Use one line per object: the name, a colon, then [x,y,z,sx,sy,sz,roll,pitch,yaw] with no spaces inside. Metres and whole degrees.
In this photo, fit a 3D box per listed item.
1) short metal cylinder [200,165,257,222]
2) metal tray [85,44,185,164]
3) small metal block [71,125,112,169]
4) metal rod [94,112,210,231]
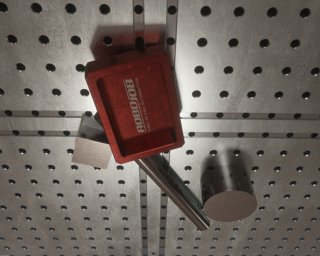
short metal cylinder: [0.106,0.103,0.485,0.081,0.050,0.079,0,130,0]
metal tray: [-0.026,-0.024,0.368,0.091,0.030,0.129,-16,125,-4]
small metal block: [-0.092,0.028,0.434,0.050,0.025,0.050,15,129,-13]
metal rod: [0.003,0.078,0.477,0.025,0.025,0.300,-25,126,19]
